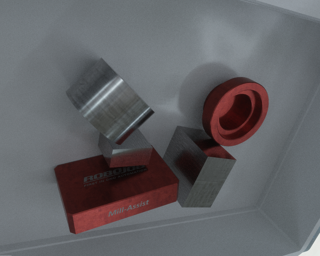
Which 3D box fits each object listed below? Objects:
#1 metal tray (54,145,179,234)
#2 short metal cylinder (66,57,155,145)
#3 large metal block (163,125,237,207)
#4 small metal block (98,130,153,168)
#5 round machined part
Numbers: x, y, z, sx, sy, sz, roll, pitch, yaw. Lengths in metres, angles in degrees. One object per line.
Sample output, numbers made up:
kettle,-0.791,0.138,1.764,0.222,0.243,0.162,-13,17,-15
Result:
metal tray,-0.054,0.068,0.380,0.131,0.090,0.030,-12,124,-22
short metal cylinder,-0.051,-0.028,0.329,0.050,0.080,0.080,-44,130,2
large metal block,0.048,0.054,0.434,0.050,0.080,0.079,10,114,-33
small metal block,-0.044,0.023,0.384,0.050,0.050,0.025,-1,119,-29
round machined part,0.101,-0.026,0.438,0.099,0.042,0.097,-14,124,-22
